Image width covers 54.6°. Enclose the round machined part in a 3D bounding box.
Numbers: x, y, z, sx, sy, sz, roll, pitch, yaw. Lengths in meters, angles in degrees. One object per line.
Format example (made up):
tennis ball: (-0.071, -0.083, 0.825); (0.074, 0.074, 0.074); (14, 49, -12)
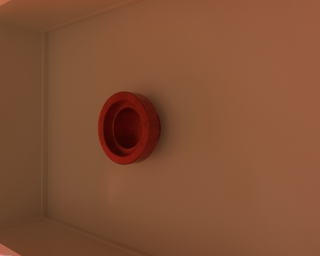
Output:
round machined part: (-0.038, 0.000, 0.428); (0.098, 0.042, 0.097); (0, 90, 40)
